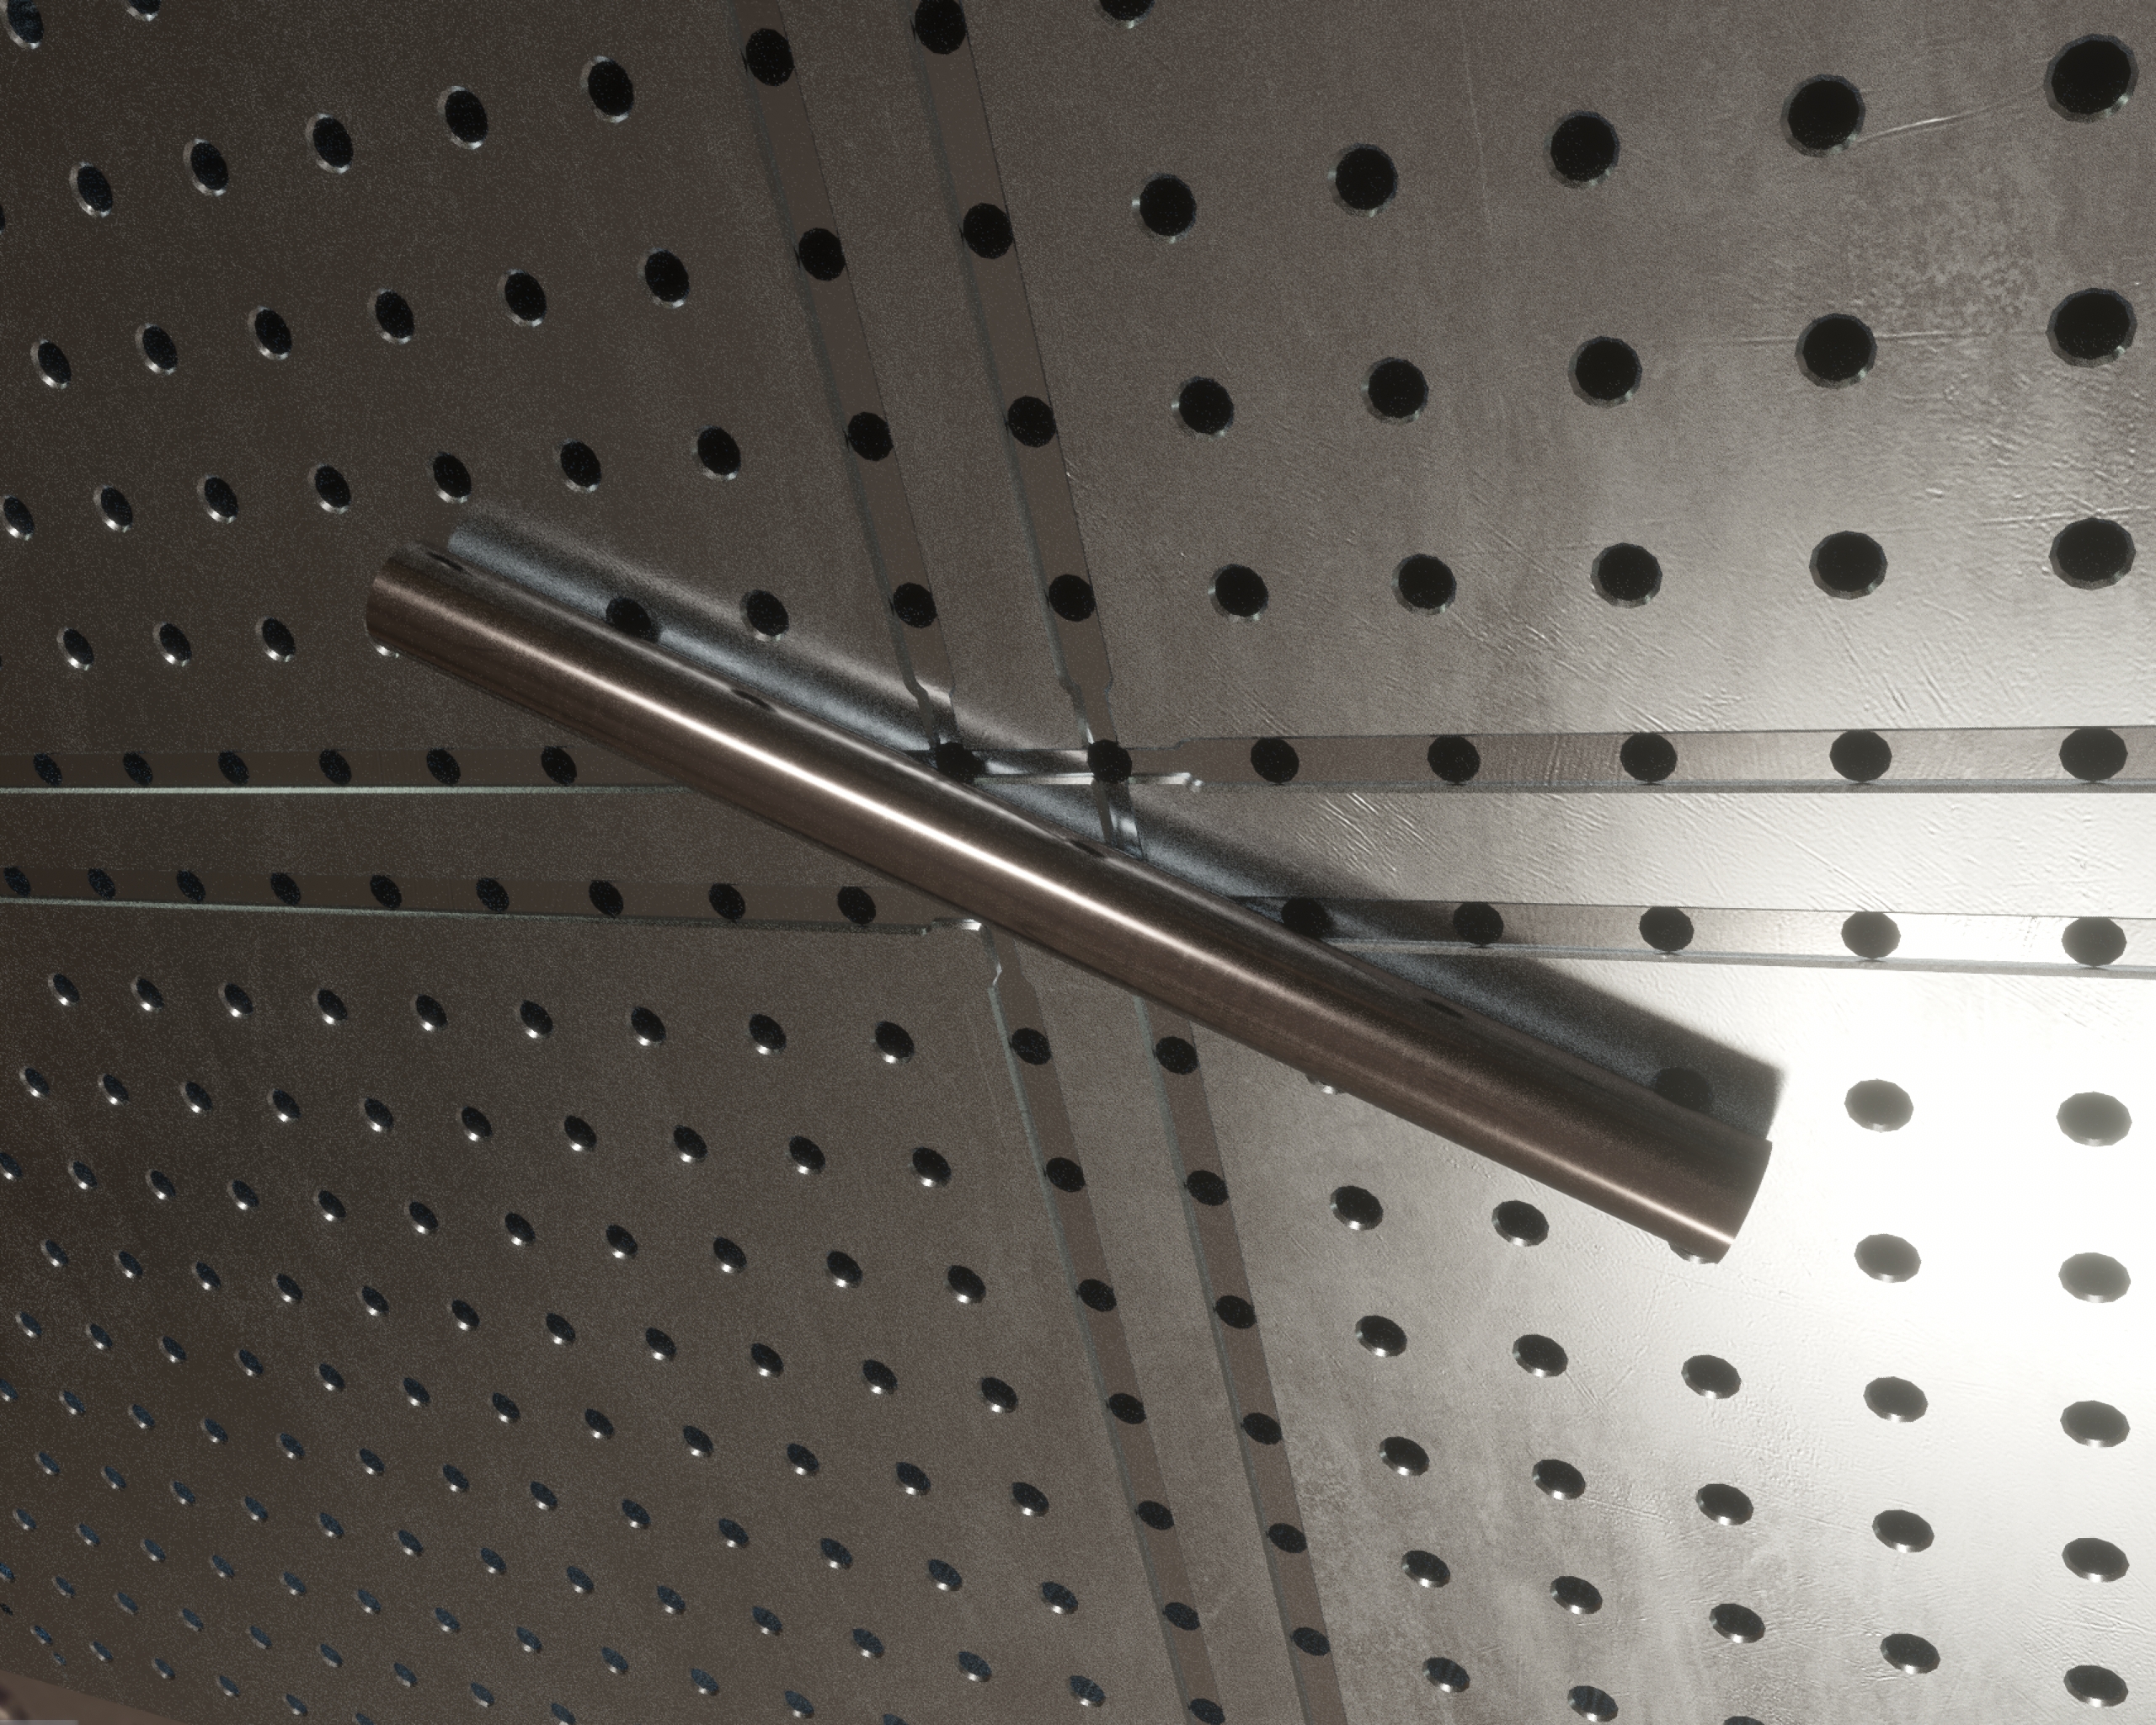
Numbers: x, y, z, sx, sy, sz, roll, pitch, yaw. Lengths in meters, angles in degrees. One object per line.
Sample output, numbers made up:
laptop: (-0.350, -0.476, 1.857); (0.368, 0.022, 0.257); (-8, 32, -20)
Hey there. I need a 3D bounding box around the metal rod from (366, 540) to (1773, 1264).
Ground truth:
metal rod: (-0.011, 0.002, 0.417); (0.301, 0.025, 0.025); (24, 127, 12)
